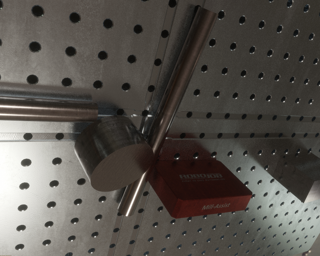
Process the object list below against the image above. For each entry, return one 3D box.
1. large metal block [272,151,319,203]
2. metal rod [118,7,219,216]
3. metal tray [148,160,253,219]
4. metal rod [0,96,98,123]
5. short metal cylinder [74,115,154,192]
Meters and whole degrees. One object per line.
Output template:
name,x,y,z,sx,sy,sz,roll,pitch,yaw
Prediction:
large metal block,0.278,0.090,0.587,0.081,0.080,0.050,-5,121,-27
metal rod,0.003,-0.007,0.410,0.025,0.025,0.298,9,114,-33
metal tray,0.058,0.085,0.455,0.131,0.090,0.030,3,117,-30
metal rod,-0.207,-0.021,0.284,0.303,0.025,0.025,1,118,-30
short metal cylinder,-0.055,0.031,0.372,0.081,0.050,0.080,-24,144,-19
